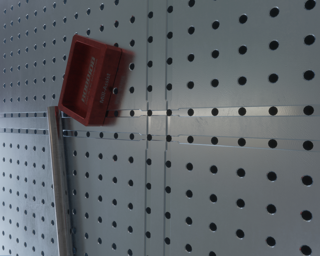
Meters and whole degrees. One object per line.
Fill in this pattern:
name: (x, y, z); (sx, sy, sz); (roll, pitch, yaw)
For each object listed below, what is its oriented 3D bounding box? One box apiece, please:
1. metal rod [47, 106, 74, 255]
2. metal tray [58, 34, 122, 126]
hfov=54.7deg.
metal rod: (-0.178, 0.109, 0.556); (0.025, 0.025, 0.298); (-11, 83, 39)
metal tray: (-0.117, -0.077, 0.502); (0.090, 0.030, 0.129); (27, 107, 36)
